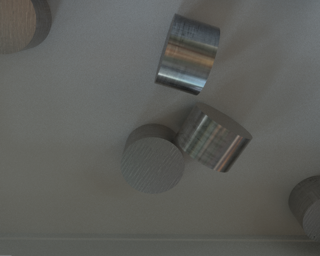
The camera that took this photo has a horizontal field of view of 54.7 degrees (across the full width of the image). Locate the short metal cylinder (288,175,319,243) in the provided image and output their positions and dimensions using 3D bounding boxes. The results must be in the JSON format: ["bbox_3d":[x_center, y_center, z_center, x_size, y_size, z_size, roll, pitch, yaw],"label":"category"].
[{"bbox_3d":[0.234,0.115,0.442,0.081,0.050,0.079,0,110,0],"label":"short metal cylinder"}]

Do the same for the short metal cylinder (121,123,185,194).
[{"bbox_3d":[-0.009,0.040,0.412,0.081,0.050,0.079,0,110,0],"label":"short metal cylinder"}]

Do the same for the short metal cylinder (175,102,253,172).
[{"bbox_3d":[0.066,0.010,0.386,0.080,0.080,0.050,28,108,-10],"label":"short metal cylinder"}]

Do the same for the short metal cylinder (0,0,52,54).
[{"bbox_3d":[-0.171,-0.127,0.350,0.081,0.050,0.079,0,110,0],"label":"short metal cylinder"}]

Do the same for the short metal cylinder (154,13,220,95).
[{"bbox_3d":[0.029,-0.082,0.352,0.050,0.080,0.079,16,109,-6],"label":"short metal cylinder"}]
